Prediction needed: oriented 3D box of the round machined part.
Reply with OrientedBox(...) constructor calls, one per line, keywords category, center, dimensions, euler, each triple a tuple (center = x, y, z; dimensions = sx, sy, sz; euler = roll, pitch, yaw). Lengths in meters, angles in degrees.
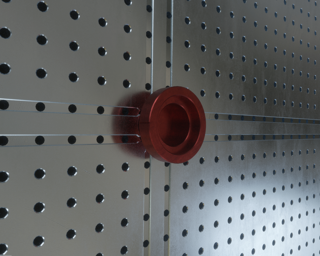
OrientedBox(category="round machined part", center=(0.012, -0.004, 0.406), dimensions=(0.099, 0.042, 0.097), euler=(0, 90, -40))
